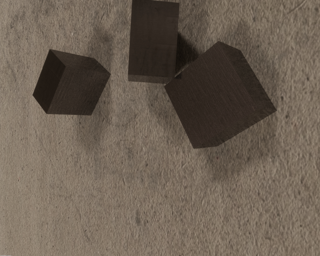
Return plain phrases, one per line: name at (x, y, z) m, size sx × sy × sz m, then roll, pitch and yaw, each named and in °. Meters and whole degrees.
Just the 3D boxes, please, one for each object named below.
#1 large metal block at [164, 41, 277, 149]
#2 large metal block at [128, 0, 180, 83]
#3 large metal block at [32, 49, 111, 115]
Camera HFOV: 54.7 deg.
large metal block at (0.063, -0.032, 0.336) m, size 0.080 × 0.050 × 0.080 m, roll -37°, pitch 68°, yaw 33°
large metal block at (-0.011, -0.097, 0.368) m, size 0.080 × 0.050 × 0.079 m, roll -151°, pitch 64°, yaw -83°
large metal block at (-0.136, -0.067, 0.479) m, size 0.050 × 0.081 × 0.080 m, roll 45°, pitch 117°, yaw 30°
